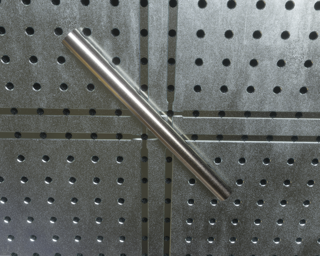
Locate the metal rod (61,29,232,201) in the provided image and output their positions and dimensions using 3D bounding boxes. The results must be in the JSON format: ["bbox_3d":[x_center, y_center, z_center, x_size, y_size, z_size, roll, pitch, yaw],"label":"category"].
[{"bbox_3d":[-0.007,-0.008,0.411,0.025,0.025,0.300,-41,105,13],"label":"metal rod"}]
